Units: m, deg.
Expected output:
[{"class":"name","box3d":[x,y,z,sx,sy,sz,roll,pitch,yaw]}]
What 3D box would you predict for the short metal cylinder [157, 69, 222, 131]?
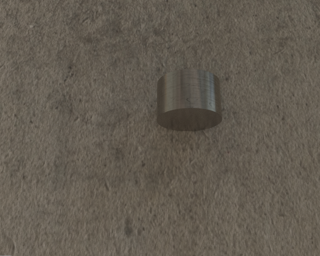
[{"class":"short metal cylinder","box3d":[0.036,-0.032,0.391,0.081,0.080,0.050,1,70,0]}]
